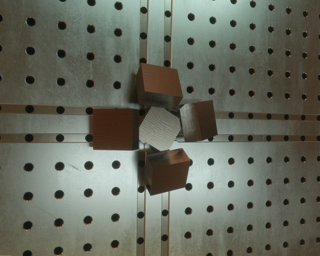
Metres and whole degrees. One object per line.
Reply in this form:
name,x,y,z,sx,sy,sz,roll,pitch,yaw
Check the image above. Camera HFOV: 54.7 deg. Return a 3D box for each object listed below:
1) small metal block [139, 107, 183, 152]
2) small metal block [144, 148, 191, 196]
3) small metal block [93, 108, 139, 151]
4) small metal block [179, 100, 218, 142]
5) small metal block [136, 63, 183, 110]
small metal block,-0.004,0.001,0.412,0.050,0.025,0.050,33,79,-18
small metal block,0.009,0.057,0.404,0.050,0.025,0.050,-10,129,-20
small metal block,-0.054,0.002,0.381,0.050,0.025,0.050,0,90,14
small metal block,0.053,-0.010,0.421,0.050,0.025,0.050,-14,96,-55
small metal block,-0.002,-0.054,0.400,0.050,0.025,0.050,7,52,-20
